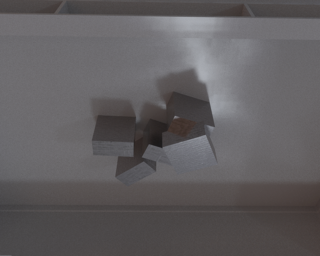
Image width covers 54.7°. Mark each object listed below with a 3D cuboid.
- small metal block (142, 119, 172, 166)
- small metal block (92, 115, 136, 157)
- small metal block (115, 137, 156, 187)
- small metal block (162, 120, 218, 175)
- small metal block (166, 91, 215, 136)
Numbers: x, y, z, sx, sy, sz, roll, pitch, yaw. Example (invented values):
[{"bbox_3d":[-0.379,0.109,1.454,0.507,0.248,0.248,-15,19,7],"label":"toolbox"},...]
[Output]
[{"bbox_3d":[0.005,0.019,0.409,0.050,0.050,0.025,18,128,-15],"label":"small metal block"},{"bbox_3d":[-0.058,0.010,0.400,0.050,0.050,0.025,3,130,-3],"label":"small metal block"},{"bbox_3d":[-0.033,0.046,0.431,0.050,0.050,0.025,-31,124,23],"label":"small metal block"},{"bbox_3d":[0.035,0.024,0.364,0.050,0.025,0.050,-17,128,13],"label":"small metal block"},{"bbox_3d":[0.036,-0.014,0.381,0.050,0.050,0.025,15,128,-13],"label":"small metal block"}]
